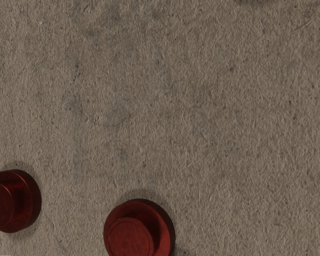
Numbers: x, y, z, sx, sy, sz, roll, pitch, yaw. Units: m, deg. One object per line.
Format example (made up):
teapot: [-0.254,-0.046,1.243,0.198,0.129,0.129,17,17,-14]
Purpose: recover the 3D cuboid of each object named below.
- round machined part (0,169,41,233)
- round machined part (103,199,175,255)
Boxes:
round machined part: [-0.239,0.116,0.482,0.098,0.042,0.097,0,90,19]
round machined part: [-0.033,0.147,0.410,0.098,0.042,0.097,0,90,19]
